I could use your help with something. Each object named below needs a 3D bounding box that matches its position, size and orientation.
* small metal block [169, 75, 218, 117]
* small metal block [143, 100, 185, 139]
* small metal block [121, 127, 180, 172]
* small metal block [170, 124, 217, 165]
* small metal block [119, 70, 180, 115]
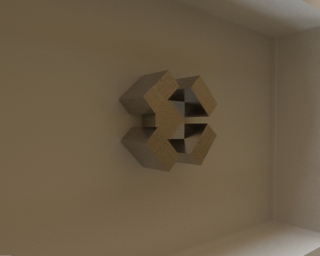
[{"bbox_3d":[0.042,-0.042,0.422,0.025,0.050,0.050,-53,122,-28],"label":"small metal block"},{"bbox_3d":[0.006,-0.011,0.408,0.050,0.025,0.050,1,90,-40],"label":"small metal block"},{"bbox_3d":[-0.012,0.025,0.378,0.025,0.050,0.050,-52,120,-26],"label":"small metal block"},{"bbox_3d":[0.041,0.021,0.422,0.025,0.050,0.050,49,60,-30],"label":"small metal block"},{"bbox_3d":[-0.013,-0.043,0.376,0.050,0.050,0.025,-49,119,-28],"label":"small metal block"}]
